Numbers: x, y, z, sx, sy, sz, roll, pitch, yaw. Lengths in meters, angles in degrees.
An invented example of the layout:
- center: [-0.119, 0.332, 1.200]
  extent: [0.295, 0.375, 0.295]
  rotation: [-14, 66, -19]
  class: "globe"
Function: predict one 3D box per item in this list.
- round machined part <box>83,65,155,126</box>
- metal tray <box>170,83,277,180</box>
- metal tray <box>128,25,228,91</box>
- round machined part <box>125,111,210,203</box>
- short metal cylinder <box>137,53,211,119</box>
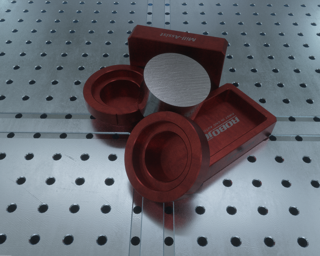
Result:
- center: [-0.053, -0.041, 0.431]
  extent: [0.099, 0.042, 0.098]
  rotation: [0, 50, 0]
  class: "round machined part"
- center: [0.073, 0.000, 0.404]
  extent: [0.131, 0.030, 0.090]
  rotation: [-30, 56, -23]
  class: "metal tray"
- center: [0.023, -0.091, 0.442]
  extent: [0.131, 0.089, 0.030]
  rotation: [12, 51, 9]
  class: "metal tray"
- center: [0.011, 0.033, 0.347]
  extent: [0.098, 0.042, 0.097]
  rotation: [-6, 79, 32]
  class: "round machined part"
- center: [0.016, -0.045, 0.381]
  extent: [0.081, 0.050, 0.080]
  rotation: [7, 58, -10]
  class: "short metal cylinder"
